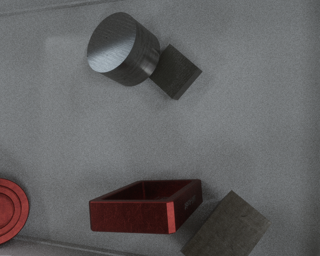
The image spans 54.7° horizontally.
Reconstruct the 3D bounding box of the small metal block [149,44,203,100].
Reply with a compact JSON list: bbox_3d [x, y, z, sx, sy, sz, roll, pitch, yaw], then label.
[{"bbox_3d":[0.018,-0.072,0.403,0.050,0.025,0.050,44,103,14],"label":"small metal block"}]

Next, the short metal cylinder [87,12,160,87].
[{"bbox_3d":[-0.047,-0.100,0.400,0.080,0.050,0.080,-11,70,32],"label":"short metal cylinder"}]

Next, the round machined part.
[{"bbox_3d":[-0.252,0.127,0.470,0.099,0.042,0.098,6,72,-21],"label":"round machined part"}]

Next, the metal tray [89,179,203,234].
[{"bbox_3d":[-0.009,0.085,0.357,0.090,0.130,0.030,-5,89,20],"label":"metal tray"}]

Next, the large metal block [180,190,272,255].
[{"bbox_3d":[0.068,0.122,0.342,0.050,0.080,0.080,39,75,15],"label":"large metal block"}]
